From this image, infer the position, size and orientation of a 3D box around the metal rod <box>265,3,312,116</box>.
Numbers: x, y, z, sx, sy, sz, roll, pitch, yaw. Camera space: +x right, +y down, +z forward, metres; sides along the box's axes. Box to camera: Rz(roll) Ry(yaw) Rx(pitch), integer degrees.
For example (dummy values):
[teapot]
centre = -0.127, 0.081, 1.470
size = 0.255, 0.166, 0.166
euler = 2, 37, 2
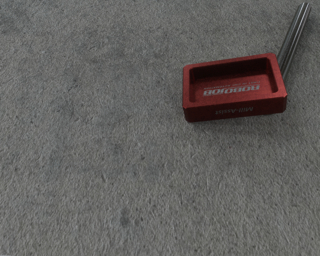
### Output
[metal rod]
centre = 0.213, -0.129, 0.514
size = 0.025, 0.025, 0.301
euler = 21, 53, 16

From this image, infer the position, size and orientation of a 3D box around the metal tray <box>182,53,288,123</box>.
[metal tray]
centre = 0.099, -0.056, 0.429
size = 0.131, 0.030, 0.090
euler = -6, 49, 12
